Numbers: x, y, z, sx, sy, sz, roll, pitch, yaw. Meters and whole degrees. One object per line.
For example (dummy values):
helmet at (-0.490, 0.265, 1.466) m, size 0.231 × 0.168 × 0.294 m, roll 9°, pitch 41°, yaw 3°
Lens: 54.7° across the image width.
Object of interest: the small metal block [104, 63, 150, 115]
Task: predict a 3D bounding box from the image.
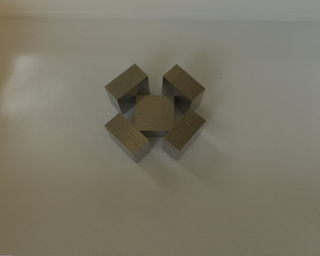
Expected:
small metal block at (-0.042, -0.050, 0.412) m, size 0.050 × 0.050 × 0.025 m, roll -40°, pitch 74°, yaw -13°

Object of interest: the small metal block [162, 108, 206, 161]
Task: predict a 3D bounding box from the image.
small metal block at (0.029, 0.010, 0.390) m, size 0.025 × 0.050 × 0.050 m, roll 39°, pitch 74°, yaw 12°

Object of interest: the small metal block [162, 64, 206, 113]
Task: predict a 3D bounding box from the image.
small metal block at (0.030, -0.049, 0.412) m, size 0.025 × 0.050 × 0.050 m, roll -43°, pitch 77°, yaw -15°

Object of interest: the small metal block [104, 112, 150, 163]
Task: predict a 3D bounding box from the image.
small metal block at (-0.040, 0.014, 0.389) m, size 0.025 × 0.050 × 0.050 m, roll -43°, pitch 76°, yaw -13°

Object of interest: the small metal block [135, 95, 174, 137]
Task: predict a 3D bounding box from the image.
small metal block at (-0.007, -0.016, 0.413) m, size 0.050 × 0.025 × 0.050 m, roll 1°, pitch 70°, yaw 0°
